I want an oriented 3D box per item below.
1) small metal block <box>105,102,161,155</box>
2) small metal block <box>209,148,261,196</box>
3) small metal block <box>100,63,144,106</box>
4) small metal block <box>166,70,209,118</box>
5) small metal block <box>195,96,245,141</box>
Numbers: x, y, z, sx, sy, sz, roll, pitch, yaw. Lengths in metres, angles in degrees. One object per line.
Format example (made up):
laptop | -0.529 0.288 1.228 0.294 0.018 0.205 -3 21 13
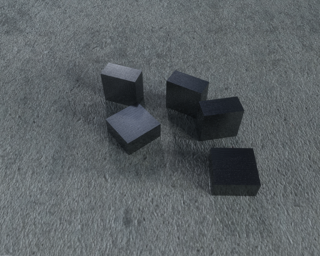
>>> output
small metal block | -0.034 0.000 0.403 0.050 0.025 0.050 -31 57 -24
small metal block | 0.085 0.051 0.361 0.050 0.025 0.050 1 50 0
small metal block | -0.052 -0.060 0.436 0.050 0.050 0.025 15 52 12
small metal block | 0.037 -0.045 0.425 0.050 0.050 0.025 23 54 18
small metal block | 0.075 -0.011 0.397 0.050 0.050 0.025 -8 51 -7
